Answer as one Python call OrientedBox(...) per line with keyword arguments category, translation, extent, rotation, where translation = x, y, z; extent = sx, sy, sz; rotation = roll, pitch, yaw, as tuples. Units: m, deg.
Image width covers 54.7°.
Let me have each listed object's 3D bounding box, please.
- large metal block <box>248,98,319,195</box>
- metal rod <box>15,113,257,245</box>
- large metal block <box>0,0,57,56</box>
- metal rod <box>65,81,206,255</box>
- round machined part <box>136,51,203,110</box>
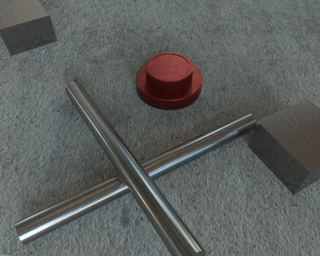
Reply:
OrientedBox(category="large metal block", translation=(0.169, 0.020, 0.373), extent=(0.081, 0.050, 0.080), rotation=(-24, 54, -19))
OrientedBox(category="metal rod", translation=(-0.010, 0.049, 0.361), extent=(0.302, 0.025, 0.025), rotation=(-24, 54, -19))
OrientedBox(category="large metal block", translation=(-0.236, -0.178, 0.534), extent=(0.081, 0.050, 0.080), rotation=(-26, 55, -21))
OrientedBox(category="metal rod", translation=(-0.049, 0.026, 0.352), extent=(0.025, 0.025, 0.300), rotation=(-25, 46, -20))
OrientedBox(category="round machined part", translation=(0.013, -0.076, 0.456), extent=(0.099, 0.042, 0.098), rotation=(0, 50, 0))
